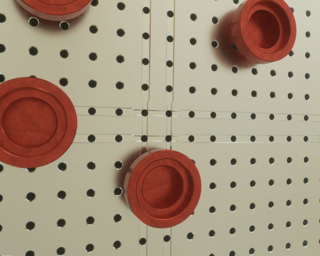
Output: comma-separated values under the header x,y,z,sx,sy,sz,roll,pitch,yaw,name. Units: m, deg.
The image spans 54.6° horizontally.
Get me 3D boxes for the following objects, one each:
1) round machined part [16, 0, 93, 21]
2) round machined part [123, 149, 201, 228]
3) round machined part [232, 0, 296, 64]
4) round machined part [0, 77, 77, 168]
x,y,z,sx,sy,sz,roll,pitch,yaw,name
-0.124,-0.172,0.357,0.099,0.042,0.097,0,90,-20,round machined part
0.001,0.075,0.404,0.099,0.042,0.097,0,90,-20,round machined part
0.148,-0.143,0.457,0.099,0.042,0.097,0,90,-20,round machined part
-0.146,-0.006,0.350,0.099,0.042,0.097,0,90,-20,round machined part
